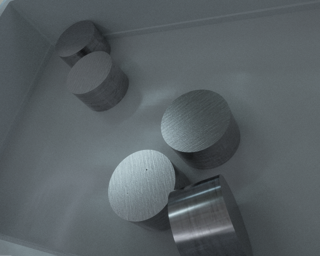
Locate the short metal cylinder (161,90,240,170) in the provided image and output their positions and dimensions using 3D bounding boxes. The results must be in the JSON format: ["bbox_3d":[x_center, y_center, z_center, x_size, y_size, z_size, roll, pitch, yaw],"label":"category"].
[{"bbox_3d":[0.048,0.002,0.362,0.080,0.050,0.080,-13,56,20],"label":"short metal cylinder"}]

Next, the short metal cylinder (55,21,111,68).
[{"bbox_3d":[-0.135,-0.141,0.544,0.080,0.050,0.080,-13,56,20],"label":"short metal cylinder"}]

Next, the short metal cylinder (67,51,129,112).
[{"bbox_3d":[-0.096,-0.072,0.483,0.080,0.050,0.080,-13,56,20],"label":"short metal cylinder"}]

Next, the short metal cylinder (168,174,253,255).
[{"bbox_3d":[0.047,0.089,0.290,0.050,0.080,0.080,-23,54,14],"label":"short metal cylinder"}]

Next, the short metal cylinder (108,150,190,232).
[{"bbox_3d":[-0.011,0.071,0.350,0.080,0.050,0.080,-13,56,20],"label":"short metal cylinder"}]
